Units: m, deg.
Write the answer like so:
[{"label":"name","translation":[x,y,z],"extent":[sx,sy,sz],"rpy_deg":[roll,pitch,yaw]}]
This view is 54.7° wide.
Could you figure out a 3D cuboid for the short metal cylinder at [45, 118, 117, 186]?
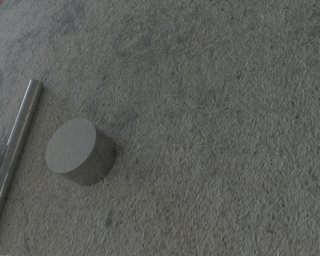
[{"label":"short metal cylinder","translation":[-0.107,0.033,0.424],"extent":[0.080,0.050,0.080],"rpy_deg":[-13,56,21]}]

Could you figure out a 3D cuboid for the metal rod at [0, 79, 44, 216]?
[{"label":"metal rod","translation":[-0.241,0.048,0.501],"extent":[0.025,0.025,0.299],"rpy_deg":[-9,58,24]}]
